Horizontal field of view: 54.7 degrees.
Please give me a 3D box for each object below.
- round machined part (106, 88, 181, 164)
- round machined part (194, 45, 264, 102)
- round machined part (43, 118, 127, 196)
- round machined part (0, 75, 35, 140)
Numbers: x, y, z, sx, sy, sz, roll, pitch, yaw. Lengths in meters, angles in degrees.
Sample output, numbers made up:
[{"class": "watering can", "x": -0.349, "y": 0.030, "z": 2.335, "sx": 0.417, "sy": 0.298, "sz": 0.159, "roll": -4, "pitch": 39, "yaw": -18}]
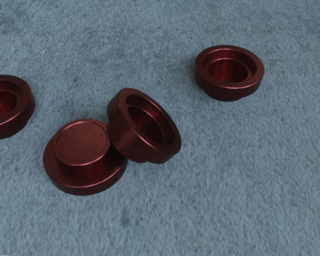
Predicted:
[{"class": "round machined part", "x": -0.024, "y": 0.003, "z": 0.368, "sx": 0.098, "sy": 0.042, "sz": 0.098, "roll": 37, "pitch": 27, "yaw": -22}, {"class": "round machined part", "x": 0.099, "y": -0.077, "z": 0.458, "sx": 0.099, "sy": 0.042, "sz": 0.098, "roll": 0, "pitch": 50, "yaw": 0}, {"class": "round machined part", "x": -0.089, "y": 0.027, "z": 0.368, "sx": 0.099, "sy": 0.042, "sz": 0.098, "roll": 0, "pitch": 50, "yaw": 0}, {"class": "round machined part", "x": -0.215, "y": -0.023, "z": 0.408, "sx": 0.099, "sy": 0.042, "sz": 0.098, "roll": 0, "pitch": 50, "yaw": 0}]
